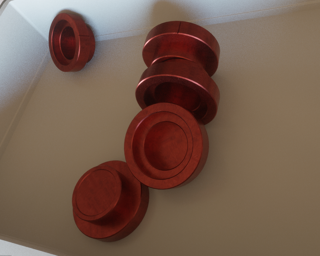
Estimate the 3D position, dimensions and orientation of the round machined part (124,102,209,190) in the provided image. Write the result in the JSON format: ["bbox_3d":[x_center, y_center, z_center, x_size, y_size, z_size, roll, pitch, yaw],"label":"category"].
[{"bbox_3d":[0.010,0.021,0.362,0.098,0.042,0.097,-4,81,27],"label":"round machined part"}]

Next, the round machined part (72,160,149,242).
[{"bbox_3d":[-0.066,0.084,0.377,0.098,0.042,0.098,-13,56,20],"label":"round machined part"}]

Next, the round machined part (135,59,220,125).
[{"bbox_3d":[0.023,-0.045,0.374,0.098,0.098,0.042,-1,54,27],"label":"round machined part"}]

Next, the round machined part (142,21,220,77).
[{"bbox_3d":[0.025,-0.085,0.396,0.098,0.098,0.042,-2,60,27],"label":"round machined part"}]

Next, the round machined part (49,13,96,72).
[{"bbox_3d":[-0.150,-0.148,0.541,0.098,0.042,0.097,11,106,41],"label":"round machined part"}]
